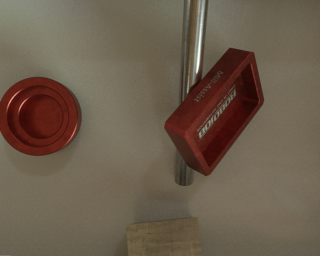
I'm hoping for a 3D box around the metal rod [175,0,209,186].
[{"bbox_3d":[0.035,-0.064,0.349,0.025,0.025,0.298,1,116,0],"label":"metal rod"}]

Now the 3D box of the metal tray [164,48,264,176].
[{"bbox_3d":[0.070,-0.019,0.365,0.030,0.090,0.130,26,68,40],"label":"metal tray"}]

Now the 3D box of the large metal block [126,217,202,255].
[{"bbox_3d":[0.006,0.139,0.379,0.081,0.080,0.050,-6,74,-1],"label":"large metal block"}]

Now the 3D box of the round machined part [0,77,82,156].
[{"bbox_3d":[-0.151,-0.014,0.401,0.099,0.042,0.097,0,90,-1],"label":"round machined part"}]
